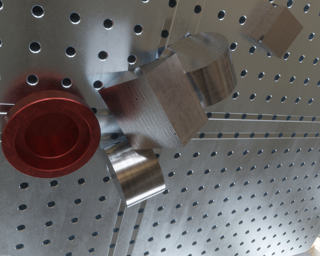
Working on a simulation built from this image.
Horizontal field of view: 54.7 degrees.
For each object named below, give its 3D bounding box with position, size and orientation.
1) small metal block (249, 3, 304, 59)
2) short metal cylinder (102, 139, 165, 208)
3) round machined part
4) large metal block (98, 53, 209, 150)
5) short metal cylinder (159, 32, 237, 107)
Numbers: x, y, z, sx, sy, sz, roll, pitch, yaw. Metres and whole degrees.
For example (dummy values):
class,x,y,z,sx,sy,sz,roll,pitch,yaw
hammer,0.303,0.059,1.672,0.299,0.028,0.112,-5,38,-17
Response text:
class,x,y,z,sx,sy,sz,roll,pitch,yaw
small metal block,0.158,-0.130,0.419,0.050,0.025,0.050,25,105,-37
short metal cylinder,-0.034,0.053,0.391,0.050,0.080,0.079,-22,127,-16
round machined part,-0.119,0.004,0.338,0.099,0.042,0.097,-14,125,-21
large metal block,-0.007,-0.025,0.334,0.050,0.080,0.080,-44,114,-36
short metal cylinder,0.044,-0.068,0.360,0.080,0.080,0.050,-32,129,-8
